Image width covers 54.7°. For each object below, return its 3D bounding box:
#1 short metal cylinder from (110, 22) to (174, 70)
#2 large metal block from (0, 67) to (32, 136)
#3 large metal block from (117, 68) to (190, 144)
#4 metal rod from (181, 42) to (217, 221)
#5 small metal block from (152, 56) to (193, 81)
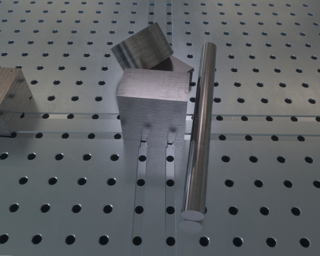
[{"bbox_3d":[-0.026,-0.115,0.461,0.080,0.050,0.080,-28,15,9],"label":"short metal cylinder"},{"bbox_3d":[-0.235,-0.038,0.422,0.080,0.050,0.080,4,50,3],"label":"large metal block"},{"bbox_3d":[-0.006,-0.027,0.394,0.080,0.080,0.050,5,50,4],"label":"large metal block"},{"bbox_3d":[0.059,-0.020,0.424,0.025,0.025,0.300,7,50,6],"label":"metal rod"},{"bbox_3d":[0.015,-0.083,0.477,0.050,0.025,0.050,37,59,26],"label":"small metal block"}]
